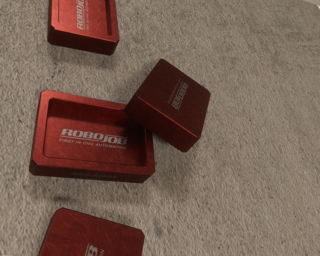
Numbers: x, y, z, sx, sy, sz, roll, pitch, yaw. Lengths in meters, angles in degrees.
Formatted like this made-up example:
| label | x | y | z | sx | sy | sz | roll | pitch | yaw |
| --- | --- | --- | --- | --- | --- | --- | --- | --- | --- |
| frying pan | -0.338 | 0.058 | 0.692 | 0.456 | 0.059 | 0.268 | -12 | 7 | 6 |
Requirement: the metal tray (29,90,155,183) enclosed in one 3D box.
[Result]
| label | x | y | z | sx | sy | sz | roll | pitch | yaw |
| --- | --- | --- | --- | --- | --- | --- | --- | --- | --- |
| metal tray | -0.073 | 0.012 | 0.354 | 0.131 | 0.030 | 0.090 | 9 | 58 | -24 |

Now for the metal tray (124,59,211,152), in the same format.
| label | x | y | z | sx | sy | sz | roll | pitch | yaw |
| --- | --- | --- | --- | --- | --- | --- | --- | --- | --- |
| metal tray | 0.016 | -0.035 | 0.408 | 0.090 | 0.030 | 0.130 | 34 | 33 | -6 |

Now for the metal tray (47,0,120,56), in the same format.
| label | x | y | z | sx | sy | sz | roll | pitch | yaw |
| --- | --- | --- | --- | --- | --- | --- | --- | --- | --- |
| metal tray | -0.111 | -0.170 | 0.445 | 0.091 | 0.030 | 0.130 | 5 | 59 | -26 |

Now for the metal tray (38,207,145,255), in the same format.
| label | x | y | z | sx | sy | sz | roll | pitch | yaw |
| --- | --- | --- | --- | --- | --- | --- | --- | --- | --- |
| metal tray | -0.070 | 0.147 | 0.274 | 0.091 | 0.030 | 0.130 | 22 | 53 | -16 |
